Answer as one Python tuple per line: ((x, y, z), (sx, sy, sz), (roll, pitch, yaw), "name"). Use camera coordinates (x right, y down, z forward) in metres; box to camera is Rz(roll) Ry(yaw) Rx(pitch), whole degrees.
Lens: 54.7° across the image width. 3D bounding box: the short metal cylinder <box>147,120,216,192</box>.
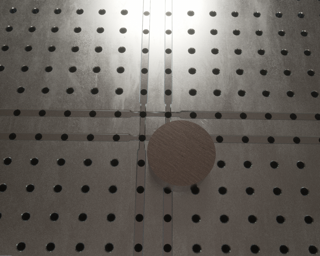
((0.025, 0.036, 0.386), (0.081, 0.050, 0.080), (0, 70, 0), "short metal cylinder")
